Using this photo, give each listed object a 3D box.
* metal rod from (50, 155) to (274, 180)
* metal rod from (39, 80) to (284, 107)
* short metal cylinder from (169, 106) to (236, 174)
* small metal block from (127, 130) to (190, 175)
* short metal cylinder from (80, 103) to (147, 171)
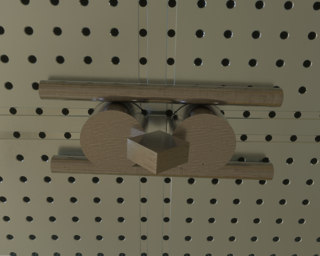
[{"bbox_3d":[0.004,0.055,0.430,0.302,0.025,0.025,2,110,-1],"label":"metal rod"},{"bbox_3d":[0.002,-0.043,0.394,0.302,0.025,0.025,2,110,-1],"label":"metal rod"},{"bbox_3d":[0.053,0.012,0.401,0.081,0.050,0.079,0,110,0],"label":"short metal cylinder"},{"bbox_3d":[-0.002,0.026,0.357,0.050,0.050,0.025,-14,116,-42],"label":"small metal block"},{"bbox_3d":[-0.057,0.008,0.399,0.081,0.050,0.079,0,110,0],"label":"short metal cylinder"}]
